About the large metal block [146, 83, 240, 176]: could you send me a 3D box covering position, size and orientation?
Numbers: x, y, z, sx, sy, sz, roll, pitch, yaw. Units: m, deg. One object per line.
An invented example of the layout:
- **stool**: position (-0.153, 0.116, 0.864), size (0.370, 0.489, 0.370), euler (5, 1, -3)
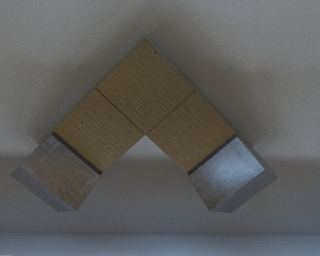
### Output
- **large metal block**: position (0.040, 0.001, 0.397), size (0.080, 0.050, 0.080), euler (-42, 105, 14)

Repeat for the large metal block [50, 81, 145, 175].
- **large metal block**: position (-0.075, -0.001, 0.395), size (0.080, 0.050, 0.080), euler (-42, 105, 14)

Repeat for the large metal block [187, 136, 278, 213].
- **large metal block**: position (0.095, 0.064, 0.398), size (0.080, 0.050, 0.080), euler (-42, 148, 14)

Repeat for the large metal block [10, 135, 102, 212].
- **large metal block**: position (-0.134, 0.061, 0.394), size (0.080, 0.050, 0.080), euler (44, 147, -15)

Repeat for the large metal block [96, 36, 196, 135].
- **large metal block**: position (-0.016, -0.053, 0.376), size (0.080, 0.050, 0.080), euler (-42, 105, 14)
